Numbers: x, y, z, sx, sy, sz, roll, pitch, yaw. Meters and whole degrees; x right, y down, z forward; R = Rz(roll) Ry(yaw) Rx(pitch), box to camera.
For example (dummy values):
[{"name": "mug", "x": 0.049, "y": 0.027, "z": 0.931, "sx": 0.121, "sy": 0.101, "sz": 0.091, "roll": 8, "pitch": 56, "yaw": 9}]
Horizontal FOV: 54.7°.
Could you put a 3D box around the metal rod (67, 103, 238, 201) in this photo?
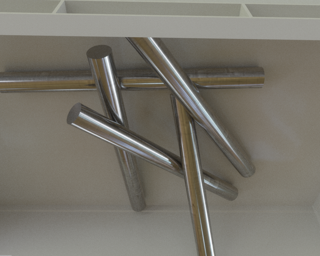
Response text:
[{"name": "metal rod", "x": 0.014, "y": 0.045, "z": 0.410, "sx": 0.025, "sy": 0.025, "sz": 0.301, "roll": -36, "pitch": 133, "yaw": 26}]

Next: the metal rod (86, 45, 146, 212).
[{"name": "metal rod", "x": -0.047, "y": 0.027, "z": 0.411, "sx": 0.025, "sy": 0.025, "sz": 0.298, "roll": -4, "pitch": 137, "yaw": 3}]

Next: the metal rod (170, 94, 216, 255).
[{"name": "metal rod", "x": 0.050, "y": 0.099, "z": 0.411, "sx": 0.025, "sy": 0.025, "sz": 0.298, "roll": -9, "pitch": 104, "yaw": 7}]

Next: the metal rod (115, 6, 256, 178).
[{"name": "metal rod", "x": 0.051, "y": -0.017, "z": 0.368, "sx": 0.025, "sy": 0.025, "sz": 0.300, "roll": -27, "pitch": 134, "yaw": 20}]

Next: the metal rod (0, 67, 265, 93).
[{"name": "metal rod", "x": -0.033, "y": -0.056, "z": 0.361, "sx": 0.302, "sy": 0.025, "sz": 0.025, "roll": -1, "pitch": 130, "yaw": 0}]
